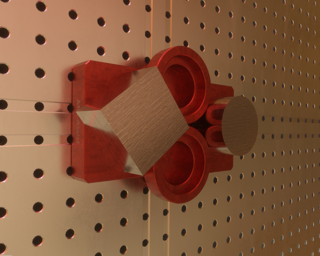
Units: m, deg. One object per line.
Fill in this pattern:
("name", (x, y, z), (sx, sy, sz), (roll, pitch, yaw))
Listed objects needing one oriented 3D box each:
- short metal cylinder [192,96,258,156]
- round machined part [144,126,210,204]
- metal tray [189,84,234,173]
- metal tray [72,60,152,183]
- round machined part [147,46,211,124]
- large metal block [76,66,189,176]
("short metal cylinder", (0.091, -0.003, 0.429), (0.081, 0.050, 0.079), (0, 90, -40))
("round machined part", (0.017, 0.045, 0.400), (0.099, 0.042, 0.097), (0, 90, -40))
("metal tray", (0.070, 0.000, 0.462), (0.091, 0.030, 0.129), (1, 90, -40))
("metal tray", (-0.053, -0.007, 0.361), (0.091, 0.030, 0.129), (1, 90, -41))
("round machined part", (0.018, -0.053, 0.401), (0.099, 0.042, 0.097), (0, 90, -40))
("large metal block", (-0.026, -0.008, 0.331), (0.080, 0.050, 0.080), (-44, 117, -31))
